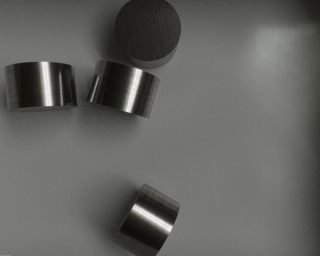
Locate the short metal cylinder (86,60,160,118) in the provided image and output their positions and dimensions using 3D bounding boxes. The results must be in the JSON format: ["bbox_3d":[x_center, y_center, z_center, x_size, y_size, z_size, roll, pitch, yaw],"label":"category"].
[{"bbox_3d":[-0.045,-0.046,0.383,0.080,0.080,0.050,16,90,-1],"label":"short metal cylinder"}]

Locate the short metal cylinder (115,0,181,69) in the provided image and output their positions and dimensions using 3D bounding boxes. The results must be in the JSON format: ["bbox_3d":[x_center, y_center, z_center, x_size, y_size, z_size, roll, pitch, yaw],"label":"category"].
[{"bbox_3d":[-0.015,-0.120,0.399,0.081,0.050,0.079,0,90,-1],"label":"short metal cylinder"}]

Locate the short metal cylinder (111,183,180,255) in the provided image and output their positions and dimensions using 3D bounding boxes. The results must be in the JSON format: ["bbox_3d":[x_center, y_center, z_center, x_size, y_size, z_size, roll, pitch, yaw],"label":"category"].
[{"bbox_3d":[-0.018,0.116,0.384,0.050,0.080,0.080,31,90,-1],"label":"short metal cylinder"}]

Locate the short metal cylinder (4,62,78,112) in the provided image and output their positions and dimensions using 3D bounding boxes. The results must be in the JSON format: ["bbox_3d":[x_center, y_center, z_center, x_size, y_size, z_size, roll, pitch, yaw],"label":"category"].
[{"bbox_3d":[-0.145,-0.048,0.382,0.081,0.080,0.050,-5,90,-1],"label":"short metal cylinder"}]
